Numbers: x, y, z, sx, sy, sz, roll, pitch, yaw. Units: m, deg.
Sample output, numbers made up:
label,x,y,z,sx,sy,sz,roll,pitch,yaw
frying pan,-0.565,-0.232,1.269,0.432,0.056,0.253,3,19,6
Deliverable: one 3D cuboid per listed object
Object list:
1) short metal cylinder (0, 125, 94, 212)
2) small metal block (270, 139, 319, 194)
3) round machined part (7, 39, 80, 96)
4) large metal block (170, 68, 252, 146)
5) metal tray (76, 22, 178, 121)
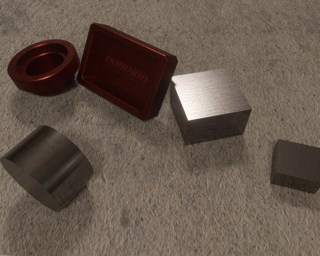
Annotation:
label,x,y,z,sx,sy,sz,roll,pitch,yaw
short metal cylinder,-0.119,0.043,0.330,0.080,0.080,0.050,27,55,20
small metal block,0.162,0.045,0.368,0.050,0.025,0.050,13,51,10
round machined part,-0.165,-0.085,0.455,0.099,0.042,0.098,-5,48,6
large metal block,0.063,-0.030,0.413,0.081,0.050,0.080,-10,51,-9
metal tray,-0.049,-0.079,0.425,0.130,0.089,0.030,30,23,22
